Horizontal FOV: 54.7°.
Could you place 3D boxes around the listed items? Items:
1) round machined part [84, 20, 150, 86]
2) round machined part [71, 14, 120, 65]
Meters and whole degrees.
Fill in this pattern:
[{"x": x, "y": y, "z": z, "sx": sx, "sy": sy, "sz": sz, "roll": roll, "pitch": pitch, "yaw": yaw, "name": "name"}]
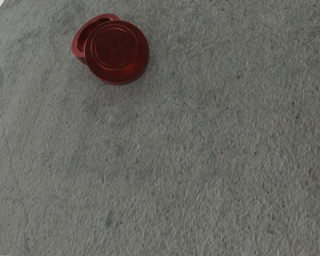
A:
[{"x": -0.066, "y": -0.116, "z": 0.467, "sx": 0.099, "sy": 0.042, "sz": 0.097, "roll": 0, "pitch": 87, "yaw": 0, "name": "round machined part"}, {"x": -0.100, "y": -0.147, "z": 0.536, "sx": 0.098, "sy": 0.042, "sz": 0.098, "roll": -13, "pitch": 56, "yaw": 21, "name": "round machined part"}]
